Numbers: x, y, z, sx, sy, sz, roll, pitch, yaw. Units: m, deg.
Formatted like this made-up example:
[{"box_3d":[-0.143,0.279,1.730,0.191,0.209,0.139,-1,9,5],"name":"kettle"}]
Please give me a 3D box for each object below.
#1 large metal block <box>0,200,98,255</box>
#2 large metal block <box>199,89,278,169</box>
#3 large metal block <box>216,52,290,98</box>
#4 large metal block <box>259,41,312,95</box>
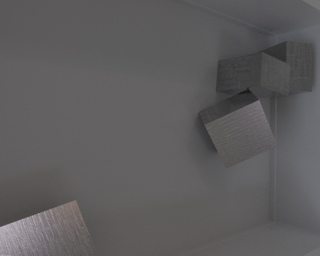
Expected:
[{"box_3d":[-0.106,0.123,0.280,0.081,0.050,0.080,-14,69,-39],"name":"large metal block"},{"box_3d":[0.114,0.001,0.459,0.080,0.050,0.080,-25,113,9],"name":"large metal block"},{"box_3d":[0.148,-0.080,0.495,0.081,0.080,0.050,8,85,-40],"name":"large metal block"},{"box_3d":[0.216,-0.100,0.543,0.050,0.080,0.080,1,90,-16],"name":"large metal block"}]
